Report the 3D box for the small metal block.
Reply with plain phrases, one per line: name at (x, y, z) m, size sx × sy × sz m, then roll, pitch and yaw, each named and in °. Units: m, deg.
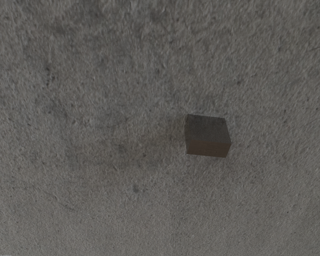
small metal block at (0.060, 0.010, 0.400) m, size 0.050 × 0.050 × 0.025 m, roll 6°, pitch 130°, yaw -6°
